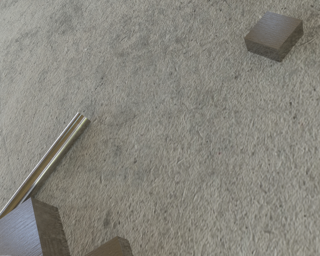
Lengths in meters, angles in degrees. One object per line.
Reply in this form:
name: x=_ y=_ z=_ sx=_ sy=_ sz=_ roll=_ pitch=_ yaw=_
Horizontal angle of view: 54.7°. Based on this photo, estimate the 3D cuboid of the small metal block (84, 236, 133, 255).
small metal block: x=-0.054 y=0.155 z=0.336 sx=0.050 sy=0.025 sz=0.050 roll=-33 pitch=52 yaw=6

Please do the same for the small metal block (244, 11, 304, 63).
small metal block: x=0.147 y=-0.118 z=0.399 sx=0.050 sy=0.025 sz=0.050 roll=35 pitch=81 yaw=38

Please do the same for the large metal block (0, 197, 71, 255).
large metal block: x=-0.166 y=0.147 z=0.382 sx=0.080 sy=0.050 sz=0.080 roll=-36 pitch=51 yaw=4

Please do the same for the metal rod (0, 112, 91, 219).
metal rod: x=-0.200 y=0.104 z=0.442 sx=0.025 sy=0.025 sz=0.300 roll=26 pitch=76 yaw=36
